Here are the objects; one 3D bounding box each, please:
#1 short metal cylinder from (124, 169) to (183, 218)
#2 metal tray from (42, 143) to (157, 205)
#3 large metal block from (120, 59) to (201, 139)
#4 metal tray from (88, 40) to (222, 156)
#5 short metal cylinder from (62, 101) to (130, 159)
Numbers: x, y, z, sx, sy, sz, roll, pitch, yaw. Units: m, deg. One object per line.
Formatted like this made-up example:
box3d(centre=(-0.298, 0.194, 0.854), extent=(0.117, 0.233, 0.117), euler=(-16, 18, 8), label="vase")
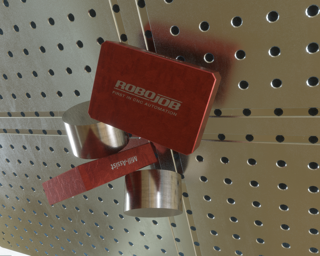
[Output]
box3d(centre=(-0.009, 0.093, 0.432), extent=(0.081, 0.050, 0.080), euler=(-1, 155, 0), label="short metal cylinder")
box3d(centre=(-0.077, 0.059, 0.419), extent=(0.090, 0.131, 0.030), euler=(-26, 84, 37), label="metal tray")
box3d(centre=(-0.001, -0.034, 0.375), extent=(0.080, 0.050, 0.079), euler=(19, 126, 16), label="large metal block")
box3d(centre=(-0.010, -0.035, 0.341), extent=(0.130, 0.030, 0.089), euler=(21, 108, 16), label="metal tray")
box3d(centre=(-0.086, -0.001, 0.420), extent=(0.080, 0.080, 0.050), euler=(7, 121, 25), label="short metal cylinder")
